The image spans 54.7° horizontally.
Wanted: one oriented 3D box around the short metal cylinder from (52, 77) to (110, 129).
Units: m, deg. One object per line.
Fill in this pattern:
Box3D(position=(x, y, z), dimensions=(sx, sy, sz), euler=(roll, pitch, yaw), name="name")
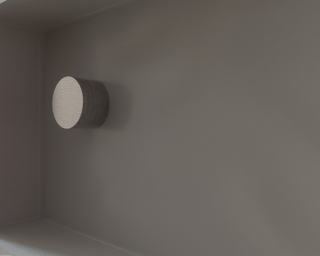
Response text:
Box3D(position=(-0.126, -0.039, 0.492), dimensions=(0.080, 0.050, 0.079), euler=(0, 90, 39), name="short metal cylinder")
